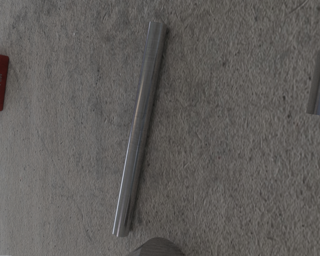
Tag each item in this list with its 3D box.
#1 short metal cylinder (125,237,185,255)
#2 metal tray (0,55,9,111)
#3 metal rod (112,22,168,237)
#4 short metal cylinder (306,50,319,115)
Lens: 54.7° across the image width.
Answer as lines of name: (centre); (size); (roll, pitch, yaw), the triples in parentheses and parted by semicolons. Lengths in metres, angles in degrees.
short metal cylinder: (-0.008, 0.182, 0.376); (0.050, 0.081, 0.080); (-44, 64, 31)
metal tray: (-0.398, -0.112, 0.730); (0.090, 0.030, 0.129); (20, 103, 38)
metal rod: (-0.030, 0.008, 0.429); (0.025, 0.025, 0.298); (18, 101, 38)
short metal cylinder: (0.160, -0.030, 0.237); (0.080, 0.081, 0.050); (13, 99, 39)
